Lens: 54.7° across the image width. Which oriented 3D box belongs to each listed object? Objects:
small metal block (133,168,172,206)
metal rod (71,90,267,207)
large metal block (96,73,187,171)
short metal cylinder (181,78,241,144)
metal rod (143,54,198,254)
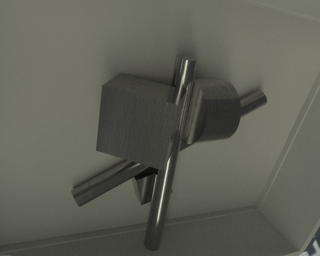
[{"bbox_3d":[-0.012,0.078,0.450,0.050,0.025,0.050,-20,126,-17],"label":"small metal block"},{"bbox_3d":[0.021,0.023,0.433,0.302,0.025,0.025,-28,128,-11],"label":"metal rod"},{"bbox_3d":[-0.021,-0.008,0.350,0.080,0.050,0.079,16,117,9],"label":"large metal block"},{"bbox_3d":[0.055,-0.022,0.388,0.050,0.080,0.079,-5,121,-28],"label":"short metal cylinder"},{"bbox_3d":[0.009,0.053,0.412,0.025,0.025,0.298,-5,120,-27],"label":"metal rod"}]
